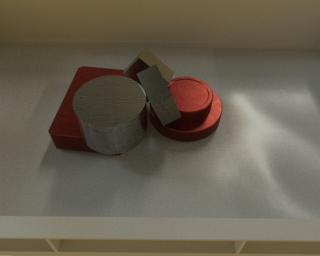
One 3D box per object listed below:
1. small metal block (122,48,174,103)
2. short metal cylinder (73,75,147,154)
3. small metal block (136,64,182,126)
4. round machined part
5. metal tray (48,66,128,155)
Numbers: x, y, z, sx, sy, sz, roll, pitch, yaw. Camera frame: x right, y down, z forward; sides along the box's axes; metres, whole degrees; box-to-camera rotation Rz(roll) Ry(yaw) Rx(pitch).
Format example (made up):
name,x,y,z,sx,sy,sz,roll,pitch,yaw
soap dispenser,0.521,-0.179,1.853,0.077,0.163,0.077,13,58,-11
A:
name,x,y,z,sx,sy,sz,roll,pitch,yaw
small metal block,-0.018,-0.069,0.411,0.050,0.050,0.025,38,44,-17
short metal cylinder,-0.056,-0.016,0.361,0.081,0.050,0.080,0,50,0
small metal block,0.000,-0.038,0.368,0.025,0.050,0.050,-26,60,2
round machined part,0.035,-0.032,0.419,0.099,0.042,0.098,0,50,0
metal tray,-0.082,-0.028,0.420,0.091,0.030,0.130,6,50,4
